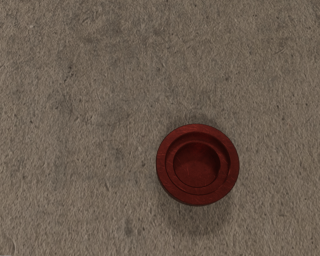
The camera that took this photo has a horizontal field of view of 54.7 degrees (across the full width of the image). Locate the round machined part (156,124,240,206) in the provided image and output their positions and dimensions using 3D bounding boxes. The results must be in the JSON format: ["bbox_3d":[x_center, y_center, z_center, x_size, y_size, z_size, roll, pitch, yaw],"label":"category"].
[{"bbox_3d":[0.044,0.047,0.382,0.099,0.042,0.098,0,70,-1],"label":"round machined part"}]
